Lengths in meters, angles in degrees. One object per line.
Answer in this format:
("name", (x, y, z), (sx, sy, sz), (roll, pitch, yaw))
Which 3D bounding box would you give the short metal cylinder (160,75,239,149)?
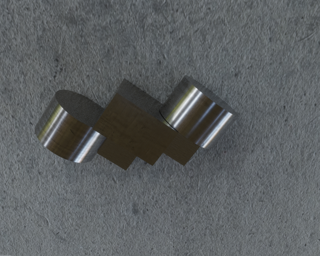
("short metal cylinder", (0.047, -0.020, 0.375), (0.080, 0.080, 0.050), (34, 107, -12))

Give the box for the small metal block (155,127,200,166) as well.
("small metal block", (0.026, 0.015, 0.417), (0.050, 0.025, 0.050), (34, 107, -12))

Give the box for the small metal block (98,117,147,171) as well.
("small metal block", (-0.052, 0.021, 0.419), (0.050, 0.025, 0.050), (34, 107, -12))

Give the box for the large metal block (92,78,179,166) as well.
("large metal block", (-0.027, -0.011, 0.378), (0.080, 0.080, 0.050), (33, 107, -12))

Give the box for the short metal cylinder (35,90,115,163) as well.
("short metal cylinder", (-0.103, -0.003, 0.380), (0.080, 0.080, 0.050), (33, 107, -12))
